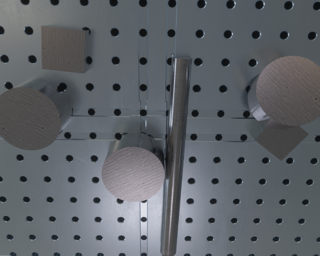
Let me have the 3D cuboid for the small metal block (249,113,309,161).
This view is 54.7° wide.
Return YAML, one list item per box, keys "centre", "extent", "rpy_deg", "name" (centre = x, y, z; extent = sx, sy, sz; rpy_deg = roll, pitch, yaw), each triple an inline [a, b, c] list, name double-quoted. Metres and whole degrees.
- centre: [0.160, 0.008, 0.418]
  extent: [0.050, 0.025, 0.050]
  rpy_deg: [37, 106, -13]
  name: "small metal block"

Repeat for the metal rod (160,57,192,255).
- centre: [0.020, 0.053, 0.433]
  extent: [0.025, 0.025, 0.298]
  rpy_deg: [2, 110, -1]
  name: "metal rod"

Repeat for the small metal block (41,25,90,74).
- centre: [-0.114, -0.096, 0.377]
  extent: [0.050, 0.025, 0.050]
  rpy_deg: [6, 110, -3]
  name: "small metal block"

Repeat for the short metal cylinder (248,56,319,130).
- centre: [0.151, -0.040, 0.371]
  extent: [0.080, 0.050, 0.080]
  rpy_deg: [0, 85, 5]
  name: "short metal cylinder"

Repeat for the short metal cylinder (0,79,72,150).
- centre: [-0.158, -0.018, 0.392]
  extent: [0.081, 0.050, 0.079]
  rpy_deg: [0, 110, 0]
  name: "short metal cylinder"

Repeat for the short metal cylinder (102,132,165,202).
- centre: [-0.034, 0.052, 0.419]
  extent: [0.081, 0.050, 0.079]
  rpy_deg: [0, 110, 0]
  name: "short metal cylinder"
